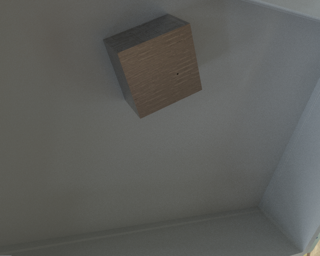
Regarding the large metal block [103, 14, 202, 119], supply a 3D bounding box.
[{"bbox_3d":[-0.006,-0.070,0.345,0.080,0.050,0.080,-26,128,-12],"label":"large metal block"}]
